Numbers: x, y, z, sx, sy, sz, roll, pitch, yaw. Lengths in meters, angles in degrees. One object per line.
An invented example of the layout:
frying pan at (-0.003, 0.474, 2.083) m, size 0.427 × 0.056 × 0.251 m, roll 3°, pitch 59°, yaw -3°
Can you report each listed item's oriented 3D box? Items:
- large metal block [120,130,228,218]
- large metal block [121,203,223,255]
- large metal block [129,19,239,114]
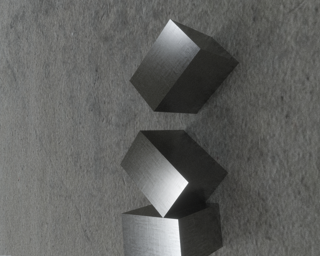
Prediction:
large metal block at (0.016, 0.047, 0.354) m, size 0.080 × 0.081 × 0.050 m, roll 45°, pitch 117°, yaw 30°
large metal block at (0.015, 0.118, 0.356) m, size 0.080 × 0.081 × 0.050 m, roll -8°, pitch 85°, yaw 39°
large metal block at (0.028, -0.063, 0.345) m, size 0.080 × 0.081 × 0.050 m, roll -52°, pitch 60°, yaw 27°
